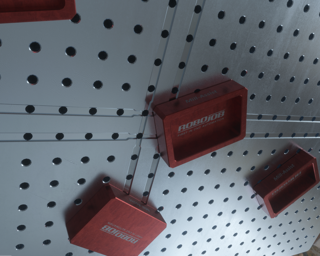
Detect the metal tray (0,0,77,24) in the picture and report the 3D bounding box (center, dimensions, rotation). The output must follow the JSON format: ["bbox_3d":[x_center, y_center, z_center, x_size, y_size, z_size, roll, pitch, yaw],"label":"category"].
[{"bbox_3d":[-0.122,-0.154,0.246,0.091,0.030,0.129,-12,124,-22],"label":"metal tray"}]

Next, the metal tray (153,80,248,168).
[{"bbox_3d":[0.061,-0.006,0.439,0.131,0.030,0.089,-20,127,-17],"label":"metal tray"}]

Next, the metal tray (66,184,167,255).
[{"bbox_3d":[-0.062,0.148,0.468,0.090,0.030,0.130,-46,130,4],"label":"metal tray"}]

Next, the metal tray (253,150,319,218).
[{"bbox_3d":[0.256,0.114,0.621,0.130,0.030,0.090,-36,130,-5],"label":"metal tray"}]
